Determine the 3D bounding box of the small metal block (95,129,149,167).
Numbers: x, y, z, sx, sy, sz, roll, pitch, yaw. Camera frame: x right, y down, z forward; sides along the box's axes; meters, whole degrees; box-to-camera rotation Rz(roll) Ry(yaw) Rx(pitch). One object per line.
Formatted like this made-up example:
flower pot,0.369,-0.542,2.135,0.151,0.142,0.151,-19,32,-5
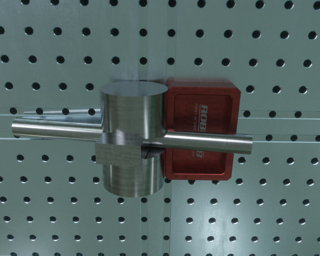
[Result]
small metal block,-0.042,0.021,0.356,0.050,0.050,0.025,4,110,7

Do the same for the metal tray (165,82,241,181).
metal tray,0.053,0.006,0.413,0.091,0.030,0.129,1,110,-1

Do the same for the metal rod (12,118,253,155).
metal rod,-0.040,0.009,0.391,0.302,0.025,0.025,4,110,7

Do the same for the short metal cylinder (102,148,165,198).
short metal cylinder,-0.034,0.046,0.400,0.081,0.080,0.050,1,110,-1

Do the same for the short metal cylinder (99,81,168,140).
short metal cylinder,-0.031,-0.024,0.373,0.081,0.080,0.050,1,110,-1
